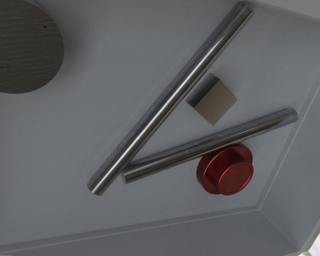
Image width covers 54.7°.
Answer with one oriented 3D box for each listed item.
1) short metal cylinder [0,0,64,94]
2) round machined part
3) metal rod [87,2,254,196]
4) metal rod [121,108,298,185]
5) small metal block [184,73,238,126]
[{"bbox_3d":[-0.131,-0.077,0.274,0.081,0.050,0.079,-14,124,-21],"label":"short metal cylinder"},{"bbox_3d":[0.112,0.071,0.506,0.099,0.042,0.097,-14,125,-21],"label":"round machined part"},{"bbox_3d":[0.009,-0.032,0.395,0.299,0.025,0.025,-50,129,7],"label":"metal rod"},{"bbox_3d":[0.086,0.022,0.471,0.302,0.025,0.025,-18,126,-19],"label":"metal rod"},{"bbox_3d":[0.071,-0.039,0.426,0.050,0.025,0.050,-48,129,5],"label":"small metal block"}]
